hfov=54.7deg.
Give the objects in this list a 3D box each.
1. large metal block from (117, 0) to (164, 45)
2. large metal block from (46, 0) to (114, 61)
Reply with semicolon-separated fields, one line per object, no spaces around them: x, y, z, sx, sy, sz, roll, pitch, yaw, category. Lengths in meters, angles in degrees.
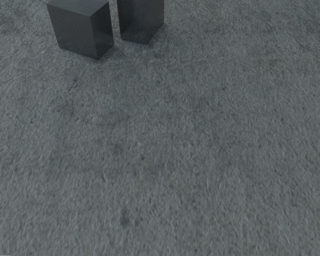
-0.031;-0.205;0.540;0.050;0.080;0.080;18;52;14;large metal block
-0.127;-0.168;0.507;0.080;0.080;0.050;21;53;16;large metal block
